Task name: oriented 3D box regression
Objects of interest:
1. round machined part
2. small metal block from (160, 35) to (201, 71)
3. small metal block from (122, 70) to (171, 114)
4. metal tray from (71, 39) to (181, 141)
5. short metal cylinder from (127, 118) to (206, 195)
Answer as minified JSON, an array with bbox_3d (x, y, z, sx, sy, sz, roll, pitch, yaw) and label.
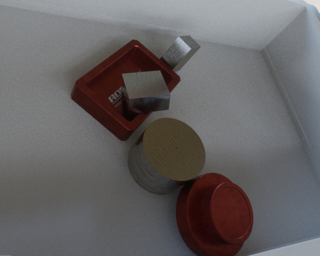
[{"bbox_3d":[0.070,0.100,0.360,0.099,0.042,0.098,15,63,-32],"label":"round machined part"},{"bbox_3d":[0.029,-0.111,0.465,0.025,0.050,0.050,46,28,4],"label":"small metal block"},{"bbox_3d":[-0.019,-0.046,0.391,0.050,0.025,0.050,-8,47,-14],"label":"small metal block"},{"bbox_3d":[-0.041,-0.055,0.415,0.090,0.030,0.131,41,51,-1],"label":"metal tray"},{"bbox_3d":[0.007,0.034,0.374,0.081,0.050,0.080,14,56,-21],"label":"short metal cylinder"}]
